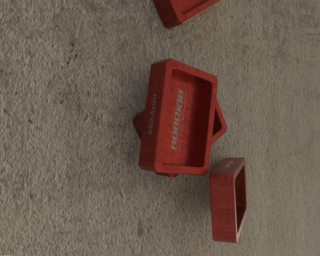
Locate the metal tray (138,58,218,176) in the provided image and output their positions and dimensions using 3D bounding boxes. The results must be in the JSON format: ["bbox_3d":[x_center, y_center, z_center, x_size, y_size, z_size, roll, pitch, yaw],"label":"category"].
[{"bbox_3d":[0.026,-0.010,0.382,0.091,0.030,0.129,11,83,-39],"label":"metal tray"}]

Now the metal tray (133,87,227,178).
[{"bbox_3d":[0.033,-0.004,0.428,0.131,0.030,0.090,-36,112,-34],"label":"metal tray"}]

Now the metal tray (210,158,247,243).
[{"bbox_3d":[0.103,0.097,0.449,0.131,0.030,0.089,-11,98,-68],"label":"metal tray"}]

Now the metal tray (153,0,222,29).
[{"bbox_3d":[0.040,-0.207,0.433,0.131,0.030,0.090,-41,115,-32],"label":"metal tray"}]
